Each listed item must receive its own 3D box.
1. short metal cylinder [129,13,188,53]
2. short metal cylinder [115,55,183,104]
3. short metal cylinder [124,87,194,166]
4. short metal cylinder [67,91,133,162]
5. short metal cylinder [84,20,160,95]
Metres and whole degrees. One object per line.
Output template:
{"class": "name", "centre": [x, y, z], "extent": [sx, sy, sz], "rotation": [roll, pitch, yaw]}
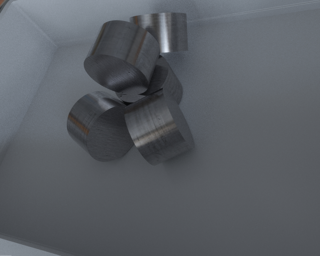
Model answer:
{"class": "short metal cylinder", "centre": [-0.001, -0.133, 0.443], "extent": [0.080, 0.080, 0.050], "rotation": [4, 106, 30]}
{"class": "short metal cylinder", "centre": [-0.015, -0.056, 0.429], "extent": [0.080, 0.050, 0.080], "rotation": [-13, 56, 21]}
{"class": "short metal cylinder", "centre": [0.001, -0.002, 0.369], "extent": [0.050, 0.080, 0.080], "rotation": [-26, 53, 13]}
{"class": "short metal cylinder", "centre": [-0.074, -0.002, 0.408], "extent": [0.050, 0.080, 0.080], "rotation": [33, 80, 38]}
{"class": "short metal cylinder", "centre": [-0.045, -0.083, 0.379], "extent": [0.080, 0.080, 0.050], "rotation": [3, 64, 30]}
